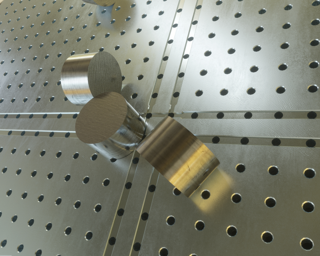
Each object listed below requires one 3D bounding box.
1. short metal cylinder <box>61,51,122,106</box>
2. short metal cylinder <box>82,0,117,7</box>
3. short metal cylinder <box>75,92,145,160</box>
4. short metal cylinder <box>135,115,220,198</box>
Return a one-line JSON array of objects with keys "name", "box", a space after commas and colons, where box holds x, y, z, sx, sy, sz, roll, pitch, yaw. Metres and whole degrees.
[{"name": "short metal cylinder", "box": [-0.102, -0.073, 0.469, 0.050, 0.080, 0.080, 2, 63, 29]}, {"name": "short metal cylinder", "box": [-0.123, -0.285, 0.610, 0.050, 0.080, 0.080, 27, 77, 37]}, {"name": "short metal cylinder", "box": [-0.068, -0.003, 0.428, 0.080, 0.050, 0.080, -13, 56, 20]}, {"name": "short metal cylinder", "box": [0.019, 0.031, 0.343, 0.050, 0.080, 0.080, -47, 52, -5]}]
